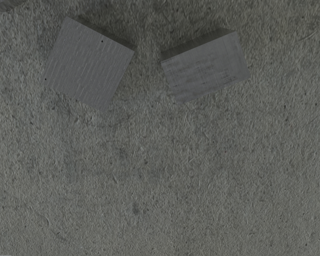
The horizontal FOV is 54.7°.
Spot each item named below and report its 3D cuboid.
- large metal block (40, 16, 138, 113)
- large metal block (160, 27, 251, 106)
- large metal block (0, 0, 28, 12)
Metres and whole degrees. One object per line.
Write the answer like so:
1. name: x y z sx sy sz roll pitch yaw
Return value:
1. large metal block: -0.082 -0.076 0.367 0.080 0.050 0.080 26 108 -9
2. large metal block: 0.047 -0.073 0.354 0.080 0.080 0.050 -21 109 7
3. large metal block: -0.165 -0.180 0.329 0.080 0.050 0.080 -25 108 9
